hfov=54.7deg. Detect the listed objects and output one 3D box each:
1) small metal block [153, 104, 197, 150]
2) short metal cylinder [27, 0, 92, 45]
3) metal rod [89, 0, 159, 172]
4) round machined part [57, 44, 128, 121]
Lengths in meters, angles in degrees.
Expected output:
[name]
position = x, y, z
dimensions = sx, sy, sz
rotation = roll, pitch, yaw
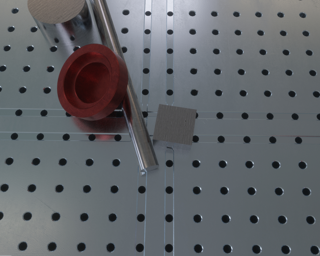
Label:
[small metal block]
position = 0.020, -0.001, 0.412
dimensions = 0.050, 0.025, 0.050
rotation = 9, 70, 3
[short metal cylinder]
position = -0.146, -0.171, 0.460
dimensions = 0.081, 0.050, 0.080
rotation = 0, 70, 0
[metal rod]
position = -0.058, -0.082, 0.441
dimensions = 0.025, 0.025, 0.299
rotation = -16, 71, -6
[round machined part]
position = -0.084, -0.057, 0.410
dimensions = 0.098, 0.042, 0.098
rotation = -5, 78, 25
